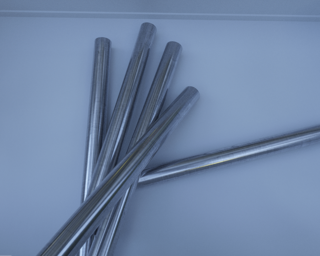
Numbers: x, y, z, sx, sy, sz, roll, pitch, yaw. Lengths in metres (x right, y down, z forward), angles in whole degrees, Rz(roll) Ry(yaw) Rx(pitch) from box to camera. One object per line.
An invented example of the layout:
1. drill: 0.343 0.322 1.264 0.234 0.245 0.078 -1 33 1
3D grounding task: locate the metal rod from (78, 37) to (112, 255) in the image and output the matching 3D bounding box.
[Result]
1. metal rod: -0.084 0.015 0.403 0.025 0.025 0.299 0 70 0

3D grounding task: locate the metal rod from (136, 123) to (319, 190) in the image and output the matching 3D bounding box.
1. metal rod: 0.088 0.036 0.397 0.302 0.025 0.025 -13 71 -6

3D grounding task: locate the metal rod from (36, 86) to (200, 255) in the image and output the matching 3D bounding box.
1. metal rod: -0.030 0.039 0.331 0.025 0.025 0.301 31 48 10

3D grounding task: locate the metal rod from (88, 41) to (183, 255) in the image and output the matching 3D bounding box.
1. metal rod: -0.021 0.009 0.386 0.025 0.025 0.300 16 63 5

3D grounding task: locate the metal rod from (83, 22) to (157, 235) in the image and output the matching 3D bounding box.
1. metal rod: -0.049 -0.017 0.401 0.025 0.025 0.299 12 65 4
